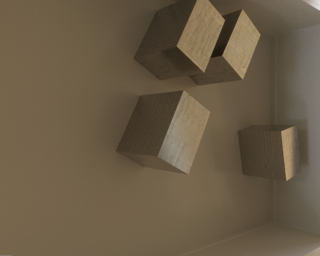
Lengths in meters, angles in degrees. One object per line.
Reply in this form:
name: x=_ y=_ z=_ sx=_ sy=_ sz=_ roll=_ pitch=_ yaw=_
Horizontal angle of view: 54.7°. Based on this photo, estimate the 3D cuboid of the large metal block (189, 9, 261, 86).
large metal block: x=0.084 y=-0.111 z=0.440 sx=0.050 sy=0.080 sz=0.080 roll=39 pitch=66 yaw=-34

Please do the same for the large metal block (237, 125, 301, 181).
large metal block: x=0.185 y=0.039 z=0.525 sx=0.050 sy=0.080 sz=0.079 roll=-15 pitch=100 yaw=-39

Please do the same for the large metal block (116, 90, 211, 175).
large metal block: x=0.003 y=0.005 z=0.373 sx=0.050 sy=0.080 sz=0.080 roll=34 pitch=69 yaw=-35

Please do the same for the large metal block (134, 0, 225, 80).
large metal block: x=0.024 y=-0.112 z=0.390 sx=0.050 sy=0.080 sz=0.080 roll=36 pitch=68 yaw=-35
